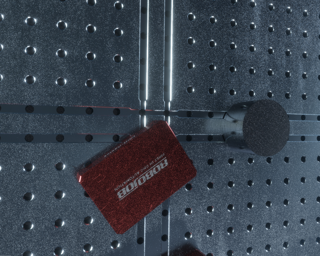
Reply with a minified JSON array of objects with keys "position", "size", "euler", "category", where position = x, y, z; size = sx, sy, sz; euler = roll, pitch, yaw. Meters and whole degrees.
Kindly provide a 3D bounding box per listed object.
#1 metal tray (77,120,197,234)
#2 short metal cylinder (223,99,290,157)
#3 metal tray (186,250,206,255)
[{"position":[-0.027,0.060,0.401],"size":[0.131,0.030,0.090],"euler":[-35,102,-17],"category":"metal tray"},{"position":[0.140,0.000,0.453],"size":[0.081,0.050,0.079],"euler":[0,90,-21],"category":"short metal cylinder"},{"position":[0.018,0.237,0.418],"size":[0.131,0.030,0.090],"euler":[-20,97,-19],"category":"metal tray"}]
